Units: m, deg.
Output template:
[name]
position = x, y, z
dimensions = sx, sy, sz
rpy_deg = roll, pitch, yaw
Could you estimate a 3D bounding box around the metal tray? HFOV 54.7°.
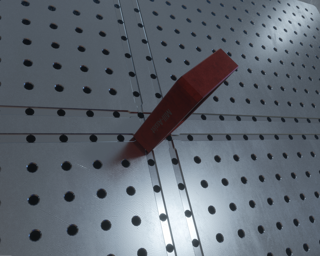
[metal tray]
position = 0.028, -0.030, 0.375
dimensions = 0.030, 0.129, 0.091
rpy_deg = 47, 51, 4
